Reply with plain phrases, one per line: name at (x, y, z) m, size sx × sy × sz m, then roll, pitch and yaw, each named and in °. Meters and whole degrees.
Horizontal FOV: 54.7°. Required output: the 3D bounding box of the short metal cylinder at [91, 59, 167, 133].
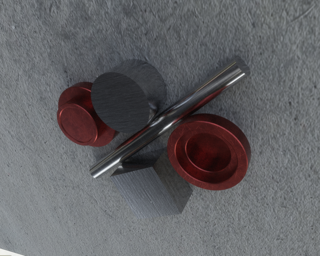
short metal cylinder at (-0.038, -0.040, 0.387) m, size 0.080 × 0.050 × 0.079 m, roll 13°, pitch 124°, yaw 21°

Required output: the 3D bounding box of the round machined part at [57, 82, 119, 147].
round machined part at (-0.107, -0.013, 0.445) m, size 0.098 × 0.042 × 0.097 m, roll 13°, pitch 124°, yaw 21°

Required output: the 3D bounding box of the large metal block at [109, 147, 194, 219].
large metal block at (-0.011, 0.081, 0.449) m, size 0.080 × 0.050 × 0.080 m, roll -18°, pitch 109°, yaw 35°

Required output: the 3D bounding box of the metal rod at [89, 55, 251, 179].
metal rod at (-0.009, 0.003, 0.416) m, size 0.025 × 0.025 × 0.299 m, roll 49°, pitch 128°, yaw -7°

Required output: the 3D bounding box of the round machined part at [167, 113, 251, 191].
round machined part at (0.062, 0.025, 0.380) m, size 0.098 × 0.042 × 0.097 m, roll 13°, pitch 124°, yaw 21°
